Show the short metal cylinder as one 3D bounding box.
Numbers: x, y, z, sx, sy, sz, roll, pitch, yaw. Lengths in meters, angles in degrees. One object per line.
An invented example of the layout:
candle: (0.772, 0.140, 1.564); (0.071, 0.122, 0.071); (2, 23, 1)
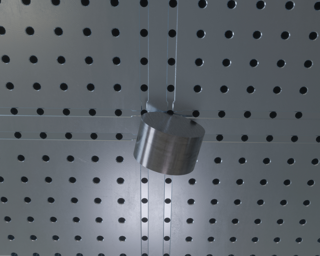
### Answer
short metal cylinder: (0.011, 0.017, 0.390); (0.080, 0.080, 0.050); (12, 110, -5)
